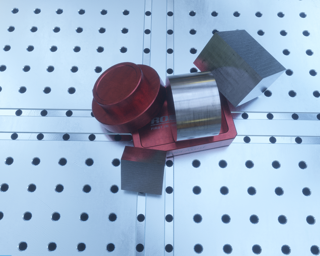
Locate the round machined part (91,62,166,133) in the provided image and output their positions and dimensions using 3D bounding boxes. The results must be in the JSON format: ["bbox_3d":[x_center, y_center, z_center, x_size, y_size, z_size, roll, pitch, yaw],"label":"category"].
[{"bbox_3d":[-0.046,-0.045,0.395,0.098,0.042,0.098,-13,53,19],"label":"round machined part"}]

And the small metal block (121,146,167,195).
[{"bbox_3d":[-0.020,0.051,0.373,0.050,0.050,0.025,7,36,3],"label":"small metal block"}]

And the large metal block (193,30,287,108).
[{"bbox_3d":[0.105,-0.081,0.404,0.081,0.050,0.080,-23,68,-47],"label":"large metal block"}]

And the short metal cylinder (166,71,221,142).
[{"bbox_3d":[0.038,-0.026,0.375,0.050,0.080,0.080,-8,70,-4],"label":"short metal cylinder"}]

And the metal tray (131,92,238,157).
[{"bbox_3d":[0.026,-0.013,0.411,0.131,0.030,0.090,-10,70,-4],"label":"metal tray"}]
